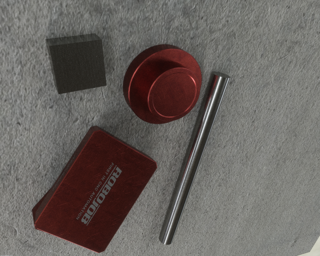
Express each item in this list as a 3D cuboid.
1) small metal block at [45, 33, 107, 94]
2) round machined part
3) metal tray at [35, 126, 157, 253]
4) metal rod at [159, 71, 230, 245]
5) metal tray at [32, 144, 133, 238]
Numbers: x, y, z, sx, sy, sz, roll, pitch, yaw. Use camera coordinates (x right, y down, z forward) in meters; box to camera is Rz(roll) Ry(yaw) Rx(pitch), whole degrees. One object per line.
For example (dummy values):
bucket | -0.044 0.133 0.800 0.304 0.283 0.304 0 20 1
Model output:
small metal block | -0.086 -0.067 0.320 0.050 0.025 0.050 -14 125 -21
round machined part | 0.009 -0.047 0.373 0.099 0.042 0.097 -14 125 -21
metal tray | -0.075 0.074 0.373 0.090 0.030 0.130 33 88 -22
metal rod | 0.045 0.060 0.470 0.025 0.025 0.298 0 118 -29
metal tray | -0.090 0.088 0.409 0.130 0.030 0.090 -48 129 5
